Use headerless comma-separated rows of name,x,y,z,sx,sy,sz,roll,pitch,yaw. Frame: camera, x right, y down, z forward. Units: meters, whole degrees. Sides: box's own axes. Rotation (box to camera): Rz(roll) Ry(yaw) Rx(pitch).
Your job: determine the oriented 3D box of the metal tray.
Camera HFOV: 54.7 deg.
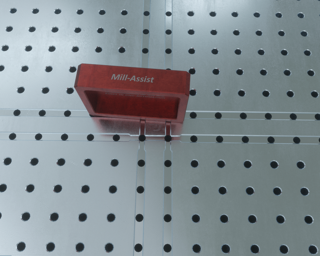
metal tray,-0.031,-0.041,0.391,0.131,0.090,0.030,4,70,1
